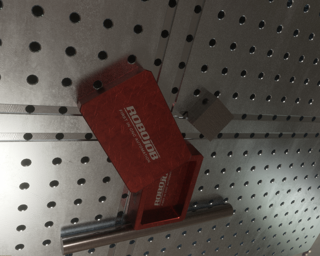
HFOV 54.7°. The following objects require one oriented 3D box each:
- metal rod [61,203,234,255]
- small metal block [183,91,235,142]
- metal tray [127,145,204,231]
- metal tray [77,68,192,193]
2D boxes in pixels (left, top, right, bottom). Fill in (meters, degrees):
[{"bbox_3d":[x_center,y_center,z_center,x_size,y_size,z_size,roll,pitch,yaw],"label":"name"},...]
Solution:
[{"bbox_3d":[-0.005,0.160,0.509,0.303,0.025,0.025,-3,120,-27],"label":"metal rod"},{"bbox_3d":[0.070,-0.016,0.442,0.050,0.025,0.050,-47,130,4],"label":"small metal block"},{"bbox_3d":[0.006,0.090,0.468,0.091,0.030,0.129,-2,120,-28],"label":"metal tray"},{"bbox_3d":[-0.028,0.004,0.376,0.090,0.030,0.130,-31,114,-9],"label":"metal tray"}]
